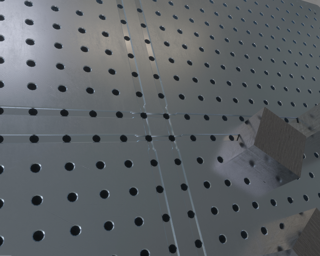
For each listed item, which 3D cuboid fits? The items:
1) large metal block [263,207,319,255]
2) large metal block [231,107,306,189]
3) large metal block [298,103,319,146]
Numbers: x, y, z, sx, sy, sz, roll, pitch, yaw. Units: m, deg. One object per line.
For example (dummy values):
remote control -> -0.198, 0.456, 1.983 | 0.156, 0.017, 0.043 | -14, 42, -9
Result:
large metal block -> 0.193, 0.164, 0.396 | 0.080, 0.050, 0.080 | -34, 81, -38
large metal block -> 0.163, 0.029, 0.461 | 0.080, 0.050, 0.080 | 34, 51, -6
large metal block -> 0.306, -0.006, 0.540 | 0.080, 0.080, 0.050 | 18, 55, -18
